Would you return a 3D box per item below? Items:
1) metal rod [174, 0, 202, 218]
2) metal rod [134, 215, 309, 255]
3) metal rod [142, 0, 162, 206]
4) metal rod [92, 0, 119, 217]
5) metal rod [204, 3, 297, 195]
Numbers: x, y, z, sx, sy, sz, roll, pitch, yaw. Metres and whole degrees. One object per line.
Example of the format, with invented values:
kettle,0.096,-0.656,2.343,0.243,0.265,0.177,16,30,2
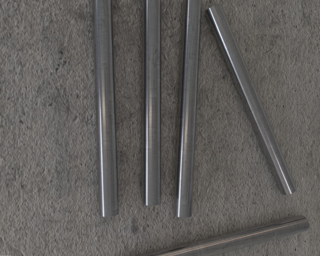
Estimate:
metal rod,0.038,-0.031,0.422,0.025,0.025,0.298,3,89,-20
metal rod,0.086,0.165,0.440,0.303,0.025,0.025,-6,92,-20
metal rod,-0.011,-0.051,0.404,0.025,0.025,0.298,0,90,-20
metal rod,-0.068,-0.042,0.383,0.025,0.025,0.298,-2,91,-20
metal rod,0.137,-0.036,0.459,0.025,0.025,0.299,-28,100,-18
